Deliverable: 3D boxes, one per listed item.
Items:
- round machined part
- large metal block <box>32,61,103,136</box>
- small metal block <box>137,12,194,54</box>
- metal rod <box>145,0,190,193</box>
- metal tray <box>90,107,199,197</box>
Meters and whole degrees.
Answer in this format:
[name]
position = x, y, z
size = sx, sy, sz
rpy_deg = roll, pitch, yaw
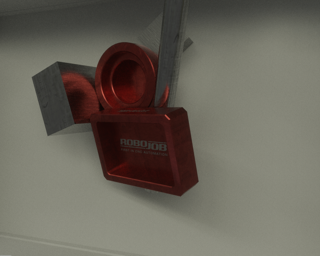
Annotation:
[round machined part]
position = -0.034, -0.060, 0.404
size = 0.098, 0.042, 0.097
rpy_deg = 6, 101, 33
[large metal block]
position = -0.112, -0.038, 0.415
size = 0.050, 0.080, 0.080
rpy_deg = -21, 83, 30
[small metal block]
position = 0.007, -0.116, 0.407
size = 0.050, 0.025, 0.050
rpy_deg = -42, 77, 14
[metal rod]
position = 0.007, -0.051, 0.345
size = 0.025, 0.025, 0.298
rpy_deg = 18, 120, 19
[metal tray]
position = -0.023, 0.023, 0.362
size = 0.130, 0.030, 0.089
rpy_deg = 2, 109, 41
